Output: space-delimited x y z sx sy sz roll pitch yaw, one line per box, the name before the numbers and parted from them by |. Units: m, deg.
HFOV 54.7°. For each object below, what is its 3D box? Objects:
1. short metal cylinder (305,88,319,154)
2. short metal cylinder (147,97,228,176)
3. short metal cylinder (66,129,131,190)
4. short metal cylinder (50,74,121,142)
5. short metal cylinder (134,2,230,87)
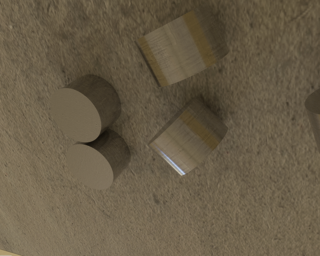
short metal cylinder | 0.177 -0.009 0.273 0.080 0.080 0.050 -13 112 33
short metal cylinder | 0.032 0.009 0.359 0.050 0.080 0.080 45 129 -3
short metal cylinder | -0.091 0.045 0.465 0.080 0.050 0.079 13 124 20
short metal cylinder | -0.101 -0.027 0.425 0.080 0.050 0.079 13 124 20
short metal cylinder | 0.021 -0.082 0.308 0.080 0.080 0.050 -17 110 34
